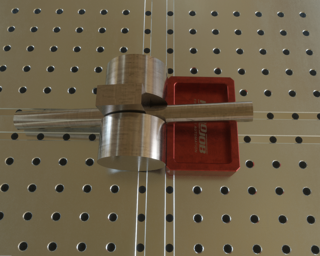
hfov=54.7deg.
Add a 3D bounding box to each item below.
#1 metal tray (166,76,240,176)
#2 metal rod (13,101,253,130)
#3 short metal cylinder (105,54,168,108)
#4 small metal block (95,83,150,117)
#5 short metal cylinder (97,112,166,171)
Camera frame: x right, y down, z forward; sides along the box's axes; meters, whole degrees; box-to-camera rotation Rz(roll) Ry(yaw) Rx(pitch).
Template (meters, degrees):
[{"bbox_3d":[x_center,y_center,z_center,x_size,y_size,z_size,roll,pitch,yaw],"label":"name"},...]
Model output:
[{"bbox_3d":[0.054,-0.004,0.411,0.091,0.030,0.130,1,70,0],"label":"metal tray"},{"bbox_3d":[-0.039,-0.015,0.392,0.301,0.025,0.025,-2,70,8],"label":"metal rod"},{"bbox_3d":[-0.030,-0.052,0.399,0.081,0.080,0.050,1,70,0],"label":"short metal cylinder"},{"bbox_3d":[-0.041,-0.028,0.358,0.050,0.050,0.025,-2,70,8],"label":"small metal block"},{"bbox_3d":[-0.033,0.019,0.375,0.081,0.080,0.050,1,70,0],"label":"short metal cylinder"}]
